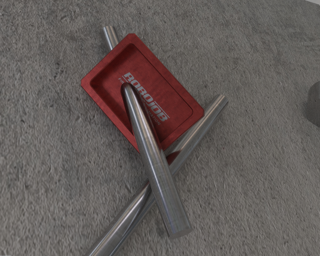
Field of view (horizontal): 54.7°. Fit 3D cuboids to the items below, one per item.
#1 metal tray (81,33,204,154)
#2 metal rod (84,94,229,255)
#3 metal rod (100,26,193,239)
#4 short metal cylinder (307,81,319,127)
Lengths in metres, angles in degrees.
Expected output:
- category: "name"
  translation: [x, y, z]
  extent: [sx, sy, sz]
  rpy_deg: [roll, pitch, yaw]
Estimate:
- category: "metal tray"
  translation: [-0.020, -0.036, 0.375]
  extent: [0.130, 0.090, 0.030]
  rpy_deg: [49, 9, 6]
- category: "metal rod"
  translation: [0.015, 0.045, 0.384]
  extent: [0.025, 0.025, 0.301]
  rpy_deg: [42, 51, 0]
- category: "metal rod"
  translation: [-0.027, -0.019, 0.371]
  extent: [0.025, 0.025, 0.299]
  rpy_deg: [-2, 54, -29]
- category: "short metal cylinder"
  translation: [0.312, -0.044, 0.563]
  extent: [0.080, 0.080, 0.050]
  rpy_deg: [31, 52, -8]
